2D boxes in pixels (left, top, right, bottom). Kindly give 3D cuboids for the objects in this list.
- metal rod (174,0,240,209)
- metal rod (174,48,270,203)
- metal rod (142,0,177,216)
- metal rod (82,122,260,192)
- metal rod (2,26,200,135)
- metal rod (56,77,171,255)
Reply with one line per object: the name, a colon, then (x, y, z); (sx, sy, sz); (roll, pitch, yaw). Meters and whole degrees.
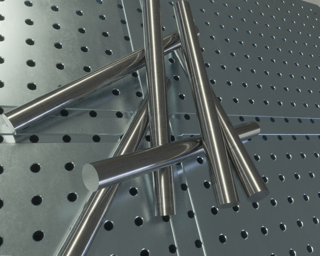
metal rod: (0.052, -0.050, 0.394); (0.025, 0.025, 0.299); (6, 59, -25)
metal rod: (0.065, -0.038, 0.420); (0.025, 0.025, 0.300); (4, 46, -26)
metal rod: (-0.003, -0.045, 0.391); (0.025, 0.025, 0.299); (4, 73, -26)
metal rod: (0.042, 0.022, 0.376); (0.302, 0.025, 0.025); (-11, 67, -46)
metal rod: (-0.053, -0.077, 0.405); (0.302, 0.025, 0.025); (-35, 82, -32)
metal rod: (-0.046, 0.040, 0.358); (0.025, 0.025, 0.301); (31, 52, -8)
